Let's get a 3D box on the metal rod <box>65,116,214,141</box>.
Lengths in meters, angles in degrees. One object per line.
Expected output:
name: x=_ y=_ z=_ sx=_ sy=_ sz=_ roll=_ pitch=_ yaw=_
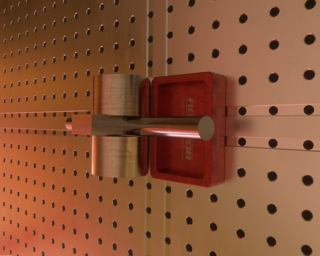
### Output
metal rod: x=-0.053 y=-0.003 z=0.422 sx=0.300 sy=0.025 sz=0.025 roll=2 pitch=92 yaw=49

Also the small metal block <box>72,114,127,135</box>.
small metal block: x=-0.078 y=-0.004 z=0.395 sx=0.050 sy=0.050 sz=0.025 roll=1 pitch=91 yaw=48

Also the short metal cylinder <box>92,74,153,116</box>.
short metal cylinder: x=-0.049 y=-0.041 z=0.412 sx=0.080 sy=0.081 sz=0.050 roll=1 pitch=91 yaw=40

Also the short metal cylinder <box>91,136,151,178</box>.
short metal cylinder: x=-0.051 y=0.035 z=0.415 sx=0.080 sy=0.081 sz=0.050 roll=2 pitch=92 yaw=40

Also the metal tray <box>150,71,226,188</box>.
metal tray: x=0.032 y=0.001 z=0.379 sx=0.090 sy=0.030 sz=0.129 roll=2 pitch=91 yaw=40
